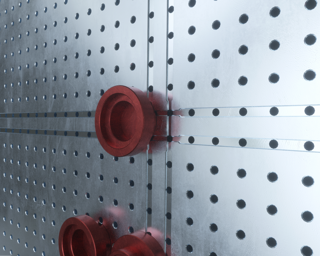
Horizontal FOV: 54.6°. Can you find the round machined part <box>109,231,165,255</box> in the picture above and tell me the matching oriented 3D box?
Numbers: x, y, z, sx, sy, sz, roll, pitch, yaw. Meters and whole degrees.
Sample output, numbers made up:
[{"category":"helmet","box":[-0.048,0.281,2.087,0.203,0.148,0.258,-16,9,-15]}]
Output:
[{"category":"round machined part","box":[-0.037,0.198,0.431,0.098,0.042,0.097,0,90,40]}]

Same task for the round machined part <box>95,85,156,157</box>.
[{"category":"round machined part","box":[-0.044,-0.009,0.436,0.098,0.042,0.097,0,90,40]}]

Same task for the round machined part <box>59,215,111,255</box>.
[{"category":"round machined part","box":[-0.117,0.188,0.496,0.098,0.042,0.097,0,90,40]}]
